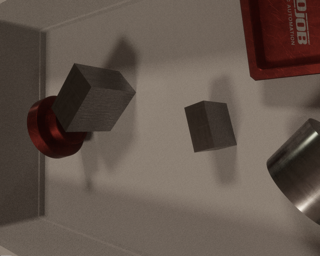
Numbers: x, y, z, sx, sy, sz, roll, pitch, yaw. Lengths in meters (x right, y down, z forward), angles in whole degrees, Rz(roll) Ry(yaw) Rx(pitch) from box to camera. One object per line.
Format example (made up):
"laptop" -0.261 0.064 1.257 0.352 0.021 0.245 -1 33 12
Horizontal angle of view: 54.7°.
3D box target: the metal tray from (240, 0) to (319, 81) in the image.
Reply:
"metal tray" 0.120 -0.112 0.275 0.090 0.030 0.129 0 106 45

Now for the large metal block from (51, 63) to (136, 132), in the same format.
"large metal block" -0.096 -0.040 0.447 0.050 0.081 0.080 52 120 27

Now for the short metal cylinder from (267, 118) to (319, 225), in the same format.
"short metal cylinder" 0.138 0.037 0.257 0.080 0.081 0.050 51 120 27

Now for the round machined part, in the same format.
"round machined part" -0.152 -0.004 0.483 0.042 0.098 0.098 -16 80 27

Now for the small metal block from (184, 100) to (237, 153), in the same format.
"small metal block" 0.057 -0.001 0.342 0.025 0.050 0.050 -19 78 38
